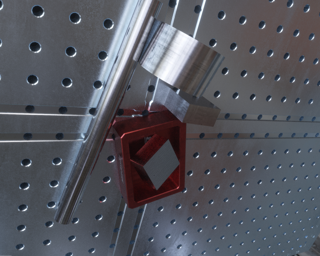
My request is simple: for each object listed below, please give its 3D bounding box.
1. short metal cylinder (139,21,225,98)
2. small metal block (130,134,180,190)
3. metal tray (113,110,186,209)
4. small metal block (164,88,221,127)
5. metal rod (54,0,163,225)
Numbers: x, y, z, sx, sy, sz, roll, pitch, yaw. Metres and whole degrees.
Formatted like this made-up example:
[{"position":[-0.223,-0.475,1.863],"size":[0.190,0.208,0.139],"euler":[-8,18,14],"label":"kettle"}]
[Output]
[{"position":[0.024,-0.076,0.344],"size":[0.081,0.080,0.050],"euler":[18,109,-36],"label":"short metal cylinder"},{"position":[-0.005,0.045,0.410],"size":[0.050,0.025,0.050],"euler":[-46,133,-25],"label":"small metal block"},{"position":[-0.011,0.044,0.430],"size":[0.091,0.030,0.129],"euler":[-15,125,-20],"label":"metal tray"},{"position":[0.041,-0.027,0.403],"size":[0.050,0.050,0.025],"euler":[7,114,-32],"label":"small metal block"},{"position":[-0.069,-0.007,0.369],"size":[0.025,0.025,0.298],"euler":[13,112,-34],"label":"metal rod"}]
